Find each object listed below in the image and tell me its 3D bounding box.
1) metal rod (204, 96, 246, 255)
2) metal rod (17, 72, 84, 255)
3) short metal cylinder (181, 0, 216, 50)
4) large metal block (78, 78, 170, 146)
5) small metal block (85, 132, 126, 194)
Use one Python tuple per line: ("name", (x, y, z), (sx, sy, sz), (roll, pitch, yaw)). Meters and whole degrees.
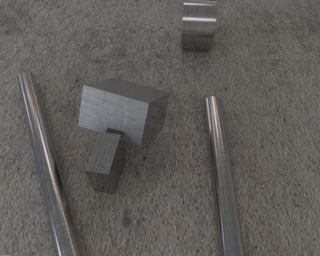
("metal rod", (0.071, 0.079, 0.337), (0.025, 0.025, 0.300), (1, 50, 0))
("metal rod", (-0.140, 0.031, 0.376), (0.025, 0.025, 0.300), (-19, 53, -15))
("short metal cylinder", (0.062, -0.171, 0.511), (0.050, 0.080, 0.080), (3, 50, 3))
("large metal block", (-0.042, -0.025, 0.385), (0.080, 0.050, 0.080), (17, 19, 14))
("small metal block", (-0.060, 0.040, 0.351), (0.025, 0.050, 0.050), (8, 55, 7))
